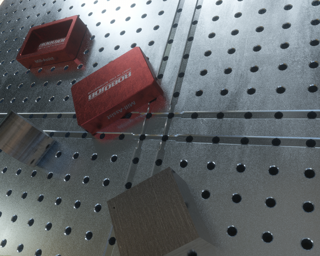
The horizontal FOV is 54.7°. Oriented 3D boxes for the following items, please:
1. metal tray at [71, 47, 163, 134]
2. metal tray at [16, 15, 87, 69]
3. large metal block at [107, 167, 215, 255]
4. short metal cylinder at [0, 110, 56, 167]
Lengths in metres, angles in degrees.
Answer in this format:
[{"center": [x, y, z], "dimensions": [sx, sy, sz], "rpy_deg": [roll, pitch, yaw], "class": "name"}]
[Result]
[{"center": [-0.070, -0.059, 0.476], "dimensions": [0.130, 0.030, 0.090], "rpy_deg": [-29, 52, 9], "class": "metal tray"}, {"center": [-0.218, -0.171, 0.621], "dimensions": [0.130, 0.030, 0.090], "rpy_deg": [-4, 60, 25], "class": "metal tray"}, {"center": [-0.001, 0.101, 0.329], "dimensions": [0.080, 0.050, 0.080], "rpy_deg": [-30, 52, 8], "class": "large metal block"}, {"center": [-0.207, 0.016, 0.469], "dimensions": [0.080, 0.080, 0.050], "rpy_deg": [27, 77, 37], "class": "short metal cylinder"}]
